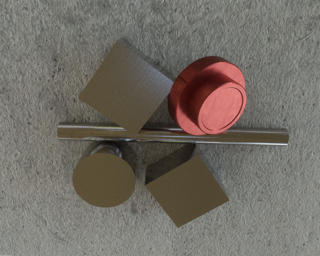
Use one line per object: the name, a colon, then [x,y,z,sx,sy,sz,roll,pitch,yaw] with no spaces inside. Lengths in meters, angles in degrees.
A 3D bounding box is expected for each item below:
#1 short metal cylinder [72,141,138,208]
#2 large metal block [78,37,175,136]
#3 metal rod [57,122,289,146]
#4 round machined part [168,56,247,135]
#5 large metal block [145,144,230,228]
short metal cylinder: [-0.071,0.059,0.418,0.081,0.050,0.079,0,110,-1]
large metal block: [-0.038,-0.051,0.376,0.080,0.050,0.080,35,106,-12]
metal rod: [0.018,0.008,0.415,0.302,0.025,0.025,2,110,-1]
round machined part: [0.062,-0.031,0.366,0.099,0.042,0.097,-17,130,-22]
large metal block: [0.036,0.076,0.426,0.080,0.050,0.080,-31,108,10]
